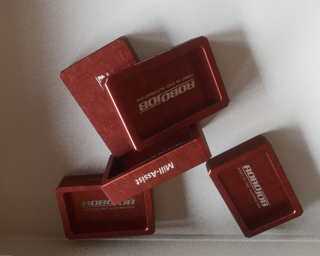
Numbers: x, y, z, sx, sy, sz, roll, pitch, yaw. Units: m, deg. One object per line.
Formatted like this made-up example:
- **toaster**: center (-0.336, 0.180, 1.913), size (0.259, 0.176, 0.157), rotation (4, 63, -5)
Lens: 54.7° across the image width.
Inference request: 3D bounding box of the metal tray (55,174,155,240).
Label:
- **metal tray**: center (-0.075, 0.113, 0.449), size (0.131, 0.030, 0.089), rotation (-4, 110, 1)

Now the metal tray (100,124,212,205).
- **metal tray**: center (-0.006, 0.035, 0.389), size (0.130, 0.090, 0.030), rotation (-27, 108, 9)

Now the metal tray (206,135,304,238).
- **metal tray**: center (0.134, 0.085, 0.440), size (0.090, 0.030, 0.130), rotation (-28, 108, 10)

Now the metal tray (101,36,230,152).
- **metal tray**: center (0.009, -0.042, 0.365), size (0.131, 0.030, 0.090), rotation (-27, 106, -14)

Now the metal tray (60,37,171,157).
- **metal tray**: center (-0.051, -0.037, 0.394), size (0.090, 0.030, 0.130), rotation (-28, 108, 9)
